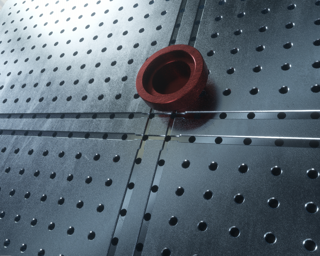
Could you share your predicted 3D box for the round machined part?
[{"bbox_3d":[0.020,-0.064,0.427,0.098,0.042,0.098,-13,56,21],"label":"round machined part"}]
